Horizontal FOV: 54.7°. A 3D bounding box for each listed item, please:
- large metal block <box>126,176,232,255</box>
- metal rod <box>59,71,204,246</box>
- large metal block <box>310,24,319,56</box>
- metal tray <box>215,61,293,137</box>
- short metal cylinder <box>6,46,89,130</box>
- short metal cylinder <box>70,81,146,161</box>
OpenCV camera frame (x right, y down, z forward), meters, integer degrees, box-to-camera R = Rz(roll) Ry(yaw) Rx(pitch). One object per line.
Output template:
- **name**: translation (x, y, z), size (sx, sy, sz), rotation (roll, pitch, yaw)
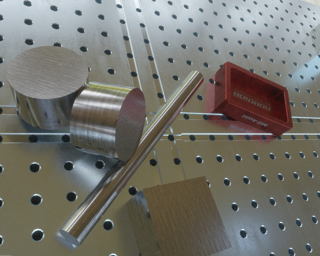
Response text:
- **large metal block**: translation (0.019, 0.105, 0.338), size (0.081, 0.050, 0.080), rotation (-5, 65, -31)
- **metal rod**: translation (-0.015, 0.013, 0.391), size (0.025, 0.025, 0.301), rotation (39, 51, -2)
- **large metal block**: translation (0.410, -0.216, 0.725), size (0.050, 0.080, 0.080), rotation (16, 55, -19)
- **metal tray**: translation (0.156, -0.048, 0.517), size (0.131, 0.030, 0.090), rotation (20, 54, -17)
- **short metal cylinder**: translation (-0.119, -0.045, 0.341), size (0.081, 0.050, 0.080), rotation (5, 52, -7)
- **short metal cylinder**: translation (-0.054, -0.008, 0.339), size (0.050, 0.080, 0.080), rotation (11, 51, 16)
